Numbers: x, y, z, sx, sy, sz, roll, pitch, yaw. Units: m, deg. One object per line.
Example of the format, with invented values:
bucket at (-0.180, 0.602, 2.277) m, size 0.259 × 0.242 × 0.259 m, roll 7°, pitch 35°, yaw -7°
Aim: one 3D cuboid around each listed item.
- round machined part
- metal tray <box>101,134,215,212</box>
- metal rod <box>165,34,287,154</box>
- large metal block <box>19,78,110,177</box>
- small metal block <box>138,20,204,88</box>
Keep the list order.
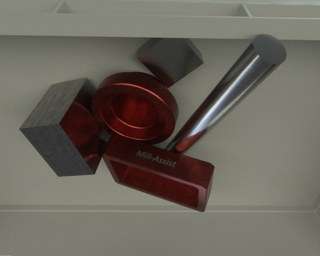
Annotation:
round machined part at (-0.026, -0.027, 0.364) m, size 0.098 × 0.042 × 0.097 m, roll 10°, pitch 139°, yaw 9°
metal tray at (-0.001, 0.059, 0.391) m, size 0.130 × 0.030 × 0.090 m, roll 16°, pitch 150°, yaw 15°
metal rod at (0.034, 0.007, 0.338) m, size 0.025 × 0.025 × 0.299 m, roll 13°, pitch 153°, yaw -11°
large metal block at (-0.103, 0.000, 0.366) m, size 0.050 × 0.080 × 0.080 m, roll -7°, pitch 131°, yaw 20°
small metal block at (0.012, -0.080, 0.341) m, size 0.050 × 0.025 × 0.050 m, roll -33°, pitch 123°, yaw 24°
